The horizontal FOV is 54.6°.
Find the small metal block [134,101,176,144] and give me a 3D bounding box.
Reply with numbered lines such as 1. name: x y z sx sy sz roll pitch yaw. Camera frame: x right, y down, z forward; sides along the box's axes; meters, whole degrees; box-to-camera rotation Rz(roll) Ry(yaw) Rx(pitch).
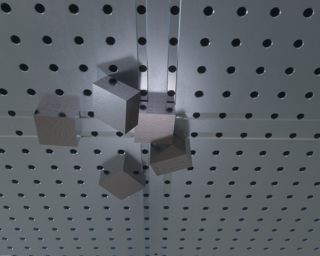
1. small metal block: -0.008 -0.006 0.406 0.050 0.025 0.050 3 130 -3

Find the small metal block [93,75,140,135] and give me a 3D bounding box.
1. small metal block: -0.053 -0.028 0.372 0.050 0.025 0.050 28 134 22

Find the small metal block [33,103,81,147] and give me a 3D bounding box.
1. small metal block: -0.133 -0.003 0.408 0.050 0.025 0.050 4 130 -4

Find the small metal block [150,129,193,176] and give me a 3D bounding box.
1. small metal block: 0.015 0.033 0.423 0.050 0.050 0.025 -17 128 14

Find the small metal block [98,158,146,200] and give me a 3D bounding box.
1. small metal block: -0.057 0.080 0.479 0.050 0.025 0.050 -31 124 23
